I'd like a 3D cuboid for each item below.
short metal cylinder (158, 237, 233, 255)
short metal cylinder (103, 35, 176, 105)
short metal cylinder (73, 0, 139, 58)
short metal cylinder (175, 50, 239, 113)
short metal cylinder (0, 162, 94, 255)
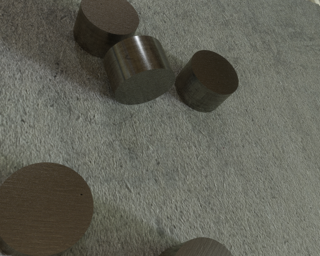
[{"bbox_3d":[0.035,0.156,0.311,0.081,0.050,0.080,14,56,-21],"label":"short metal cylinder"},{"bbox_3d":[-0.027,-0.072,0.398,0.081,0.080,0.050,-8,66,-32],"label":"short metal cylinder"},{"bbox_3d":[-0.076,-0.144,0.435,0.081,0.050,0.080,14,56,-21],"label":"short metal cylinder"},{"bbox_3d":[0.070,-0.070,0.468,0.081,0.050,0.080,14,56,-21],"label":"short metal cylinder"},{"bbox_3d":[-0.107,0.078,0.283,0.081,0.050,0.080,14,56,-21],"label":"short metal cylinder"}]
